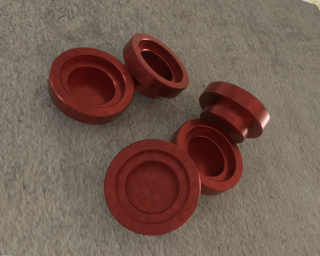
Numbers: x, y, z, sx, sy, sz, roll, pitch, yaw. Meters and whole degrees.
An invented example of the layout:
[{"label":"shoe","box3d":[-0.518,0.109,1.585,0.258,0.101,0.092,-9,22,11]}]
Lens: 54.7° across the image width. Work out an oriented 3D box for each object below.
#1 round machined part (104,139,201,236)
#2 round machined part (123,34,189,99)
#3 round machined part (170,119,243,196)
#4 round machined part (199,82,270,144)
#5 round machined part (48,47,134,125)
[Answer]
[{"label":"round machined part","box3d":[-0.008,0.064,0.335,0.099,0.042,0.098,1,72,-3]},{"label":"round machined part","box3d":[-0.011,-0.079,0.425,0.098,0.042,0.098,30,38,-26]},{"label":"round machined part","box3d":[0.054,0.040,0.397,0.099,0.042,0.098,16,53,-23]},{"label":"round machined part","box3d":[0.094,-0.015,0.425,0.098,0.098,0.042,38,74,-3]},{"label":"round machined part","box3d":[-0.084,-0.046,0.376,0.099,0.042,0.098,13,57,-20]}]
